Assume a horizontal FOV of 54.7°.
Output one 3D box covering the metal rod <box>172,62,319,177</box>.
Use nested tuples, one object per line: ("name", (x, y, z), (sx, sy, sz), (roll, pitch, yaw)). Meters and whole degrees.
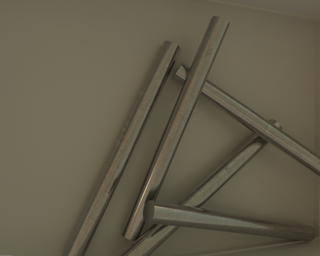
("metal rod", (0.149, 0.002, 0.438), (0.301, 0.025, 0.025), (33, 79, -7))

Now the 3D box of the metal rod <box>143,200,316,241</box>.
("metal rod", (0.113, 0.132, 0.425), (0.302, 0.025, 0.025), (17, 85, -30))

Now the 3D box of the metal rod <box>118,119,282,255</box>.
("metal rod", (0.064, 0.082, 0.422), (0.301, 0.025, 0.025), (-37, 102, -21))

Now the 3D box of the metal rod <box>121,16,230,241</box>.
("metal rod", (0.020, 0.001, 0.397), (0.025, 0.025, 0.299), (23, 90, -19))

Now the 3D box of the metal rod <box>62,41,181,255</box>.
("metal rod", (-0.045, 0.025, 0.393), (0.025, 0.025, 0.299), (28, 81, -18))
